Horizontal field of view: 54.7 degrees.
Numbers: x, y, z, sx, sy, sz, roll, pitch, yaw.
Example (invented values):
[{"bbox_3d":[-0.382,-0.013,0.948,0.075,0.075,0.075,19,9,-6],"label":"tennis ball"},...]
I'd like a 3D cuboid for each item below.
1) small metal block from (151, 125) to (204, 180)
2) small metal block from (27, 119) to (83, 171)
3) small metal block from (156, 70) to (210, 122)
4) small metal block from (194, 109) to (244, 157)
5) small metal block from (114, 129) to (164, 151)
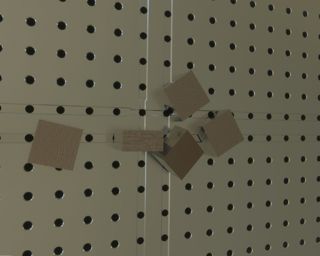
[{"bbox_3d":[0.025,0.033,0.414,0.050,0.025,0.050,-49,127,-14],"label":"small metal block"},{"bbox_3d":[-0.124,0.020,0.367,0.050,0.025,0.050,15,85,-20],"label":"small metal block"},{"bbox_3d":[0.032,-0.043,0.426,0.050,0.025,0.050,-36,102,-17],"label":"small metal block"},{"bbox_3d":[0.085,0.007,0.446,0.050,0.025,0.050,-31,101,-18],"label":"small metal block"},{"bbox_3d":[-0.028,0.015,0.390,0.050,0.050,0.025,1,90,-20],"label":"small metal block"}]
